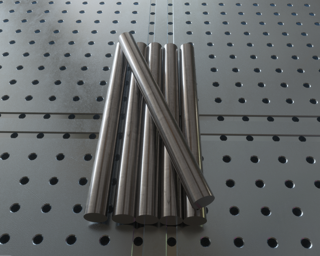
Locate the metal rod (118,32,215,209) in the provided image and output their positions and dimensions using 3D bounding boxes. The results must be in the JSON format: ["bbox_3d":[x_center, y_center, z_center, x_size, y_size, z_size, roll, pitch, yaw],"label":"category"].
[{"bbox_3d":[-0.005,-0.033,0.403,0.025,0.025,0.300,-15,52,-12],"label":"metal rod"}]

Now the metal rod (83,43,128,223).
[{"bbox_3d":[-0.065,-0.020,0.423,0.025,0.025,0.300,1,50,1],"label":"metal rod"}]

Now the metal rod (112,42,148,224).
[{"bbox_3d":[-0.035,-0.019,0.422,0.025,0.025,0.300,1,50,1],"label":"metal rod"}]

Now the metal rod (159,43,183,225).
[{"bbox_3d":[0.015,-0.017,0.423,0.025,0.025,0.300,1,50,1],"label":"metal rod"}]

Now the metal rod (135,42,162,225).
[{"bbox_3d":[-0.011,-0.018,0.422,0.025,0.025,0.300,1,50,1],"label":"metal rod"}]

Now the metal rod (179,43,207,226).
[{"bbox_3d":[0.041,-0.017,0.423,0.025,0.025,0.300,1,50,1],"label":"metal rod"}]
